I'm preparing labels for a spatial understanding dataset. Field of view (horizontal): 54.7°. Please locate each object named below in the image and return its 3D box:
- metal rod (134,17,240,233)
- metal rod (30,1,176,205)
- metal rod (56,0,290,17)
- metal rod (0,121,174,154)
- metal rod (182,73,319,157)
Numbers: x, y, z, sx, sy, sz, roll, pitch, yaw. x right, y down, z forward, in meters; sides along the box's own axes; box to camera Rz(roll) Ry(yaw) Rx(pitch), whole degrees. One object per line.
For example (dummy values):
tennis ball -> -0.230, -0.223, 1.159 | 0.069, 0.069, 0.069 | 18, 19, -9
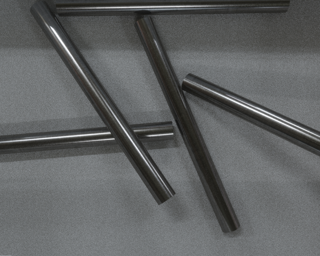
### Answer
metal rod -> 0.036, -0.004, 0.411 | 0.025, 0.025, 0.299 | -23, 90, 0
metal rod -> -0.076, -0.037, 0.391 | 0.025, 0.025, 0.299 | -35, 83, 0
metal rod -> 0.017, -0.164, 0.411 | 0.302, 0.025, 0.025 | -1, 90, -1
metal rod -> -0.134, 0.016, 0.409 | 0.302, 0.025, 0.025 | -5, 90, -1
metal rod -> 0.156, 0.006, 0.354 | 0.300, 0.025, 0.025 | 29, 90, 23
